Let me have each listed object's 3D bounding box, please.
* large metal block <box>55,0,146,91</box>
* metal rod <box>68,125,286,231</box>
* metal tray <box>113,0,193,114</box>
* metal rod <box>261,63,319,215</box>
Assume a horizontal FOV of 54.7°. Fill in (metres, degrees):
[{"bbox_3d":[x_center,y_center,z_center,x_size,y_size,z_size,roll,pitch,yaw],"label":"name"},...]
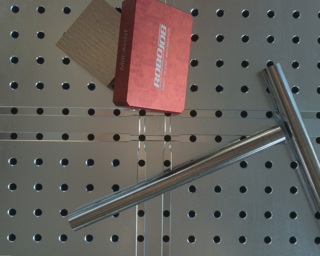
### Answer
[{"bbox_3d":[-0.070,-0.106,0.400,0.080,0.050,0.080,39,90,-1],"label":"large metal block"},{"bbox_3d":[0.023,0.066,0.413,0.301,0.025,0.025,-23,90,-1],"label":"metal rod"},{"bbox_3d":[-0.007,-0.087,0.386,0.091,0.030,0.129,5,90,-39],"label":"metal tray"},{"bbox_3d":[0.205,0.056,0.416,0.025,0.025,0.299,-22,90,0],"label":"metal rod"}]
